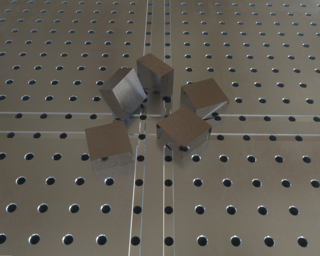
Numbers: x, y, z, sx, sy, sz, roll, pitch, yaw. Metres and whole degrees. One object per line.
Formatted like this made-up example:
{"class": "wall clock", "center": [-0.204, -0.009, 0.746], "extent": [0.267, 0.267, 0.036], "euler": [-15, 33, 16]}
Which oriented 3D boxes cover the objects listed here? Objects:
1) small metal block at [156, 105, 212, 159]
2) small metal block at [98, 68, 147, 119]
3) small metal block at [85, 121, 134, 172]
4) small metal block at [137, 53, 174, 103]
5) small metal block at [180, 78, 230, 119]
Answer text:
{"class": "small metal block", "center": [0.031, 0.004, 0.405], "extent": [0.050, 0.025, 0.050], "euler": [-34, 58, -26]}
{"class": "small metal block", "center": [-0.050, -0.048, 0.427], "extent": [0.025, 0.050, 0.050], "euler": [7, 46, 36]}
{"class": "small metal block", "center": [-0.064, 0.022, 0.388], "extent": [0.050, 0.025, 0.050], "euler": [-13, 51, -11]}
{"class": "small metal block", "center": [-0.007, -0.073, 0.453], "extent": [0.025, 0.050, 0.050], "euler": [-36, 59, -26]}
{"class": "small metal block", "center": [0.063, -0.041, 0.443], "extent": [0.050, 0.025, 0.050], "euler": [-16, 52, -14]}
